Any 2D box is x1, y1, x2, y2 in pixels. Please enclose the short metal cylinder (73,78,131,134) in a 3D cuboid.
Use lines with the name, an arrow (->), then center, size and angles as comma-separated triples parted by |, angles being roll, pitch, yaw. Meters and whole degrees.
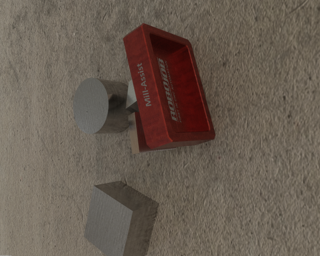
short metal cylinder -> -0.083, -0.031, 0.457 | 0.080, 0.050, 0.079 | 0, 90, 40

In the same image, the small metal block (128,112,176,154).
small metal block -> -0.010, 0.005, 0.393 | 0.025, 0.050, 0.050 | -18, 78, 63

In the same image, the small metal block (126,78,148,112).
small metal block -> -0.017, -0.049, 0.405 | 0.050, 0.025, 0.050 | -32, 41, 35

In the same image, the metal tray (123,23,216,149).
metal tray -> 0.013, -0.044, 0.352 | 0.030, 0.091, 0.129 | -22, 76, 38

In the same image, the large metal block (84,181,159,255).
large metal block -> -0.056, 0.130, 0.435 | 0.080, 0.050, 0.079 | 21, 103, 38
